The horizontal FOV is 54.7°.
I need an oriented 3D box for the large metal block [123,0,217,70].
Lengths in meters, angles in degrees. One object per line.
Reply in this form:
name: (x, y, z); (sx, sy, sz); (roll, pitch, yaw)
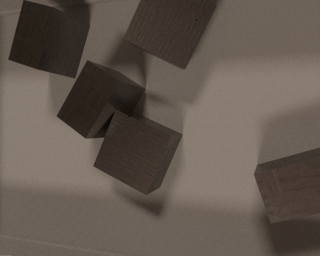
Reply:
large metal block: (0.011, -0.126, 0.379); (0.080, 0.050, 0.080); (26, 99, -3)

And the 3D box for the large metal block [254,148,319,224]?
large metal block: (0.150, 0.057, 0.329); (0.080, 0.080, 0.050); (-19, 84, 18)

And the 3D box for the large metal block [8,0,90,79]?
large metal block: (-0.152, -0.120, 0.433); (0.050, 0.080, 0.080); (20, 97, 18)

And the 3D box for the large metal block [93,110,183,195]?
large metal block: (-0.028, 0.029, 0.406); (0.080, 0.050, 0.080); (25, 98, 17)

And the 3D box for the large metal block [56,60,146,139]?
large metal block: (-0.074, -0.034, 0.406); (0.050, 0.080, 0.080); (35, 101, 16)
